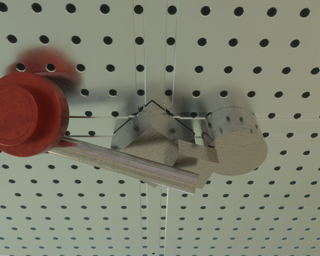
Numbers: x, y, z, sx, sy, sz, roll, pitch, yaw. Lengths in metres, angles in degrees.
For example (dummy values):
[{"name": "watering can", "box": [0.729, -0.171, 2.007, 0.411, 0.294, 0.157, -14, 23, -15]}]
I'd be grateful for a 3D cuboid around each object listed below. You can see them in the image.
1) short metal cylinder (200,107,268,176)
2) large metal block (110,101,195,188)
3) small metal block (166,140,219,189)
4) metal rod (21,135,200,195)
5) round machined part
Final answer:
[{"name": "short metal cylinder", "box": [0.096, 0.019, 0.412, 0.081, 0.050, 0.079, 0, 130, 0]}, {"name": "large metal block", "box": [-0.009, 0.025, 0.413, 0.080, 0.050, 0.080, 36, 121, -27]}, {"name": "small metal block", "box": [0.038, 0.046, 0.383, 0.050, 0.025, 0.050, 14, 129, -13]}, {"name": "metal rod", "box": [-0.102, 0.026, 0.375, 0.301, 0.025, 0.025, 15, 131, 9]}, {"name": "round machined part", "box": [-0.158, -0.015, 0.350, 0.098, 0.042, 0.097, 0, 92, 10]}]
